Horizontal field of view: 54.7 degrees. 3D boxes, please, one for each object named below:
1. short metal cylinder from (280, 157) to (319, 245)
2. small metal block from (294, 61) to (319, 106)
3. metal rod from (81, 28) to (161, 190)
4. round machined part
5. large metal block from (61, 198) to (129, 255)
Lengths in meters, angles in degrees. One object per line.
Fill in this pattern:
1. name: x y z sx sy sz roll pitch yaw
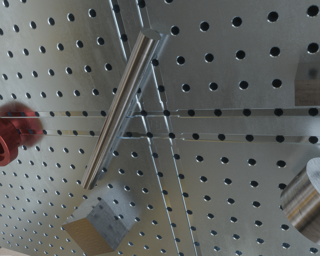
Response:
1. short metal cylinder: 0.179 0.078 0.329 0.080 0.080 0.050 29 128 9
2. small metal block: 0.154 -0.043 0.287 0.050 0.050 0.025 1 119 27
3. metal rod: -0.067 -0.005 0.443 0.025 0.025 0.298 34 129 6
4. round machined part: -0.299 0.019 0.570 0.098 0.042 0.097 13 124 21
5. large metal block: -0.120 0.185 0.573 0.080 0.050 0.080 -27 104 37
